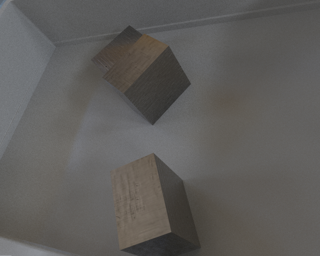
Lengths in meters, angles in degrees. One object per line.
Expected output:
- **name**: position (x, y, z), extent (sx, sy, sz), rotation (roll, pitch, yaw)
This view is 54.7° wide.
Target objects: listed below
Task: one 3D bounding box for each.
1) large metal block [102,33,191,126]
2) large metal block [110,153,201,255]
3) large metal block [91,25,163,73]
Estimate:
- **large metal block**: position (-0.015, -0.063, 0.416), extent (0.080, 0.080, 0.050), rotation (-48, 52, -5)
- **large metal block**: position (-0.004, 0.084, 0.320), extent (0.050, 0.080, 0.080), rotation (-24, 53, 13)
- **large metal block**: position (-0.044, -0.098, 0.472), extent (0.080, 0.050, 0.080), rotation (-43, 51, -2)
